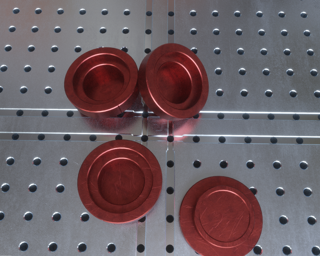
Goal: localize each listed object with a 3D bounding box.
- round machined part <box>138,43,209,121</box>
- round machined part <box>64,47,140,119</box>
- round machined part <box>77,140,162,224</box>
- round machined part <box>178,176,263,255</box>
[{"bbox_3d":[0.014,-0.057,0.408,0.099,0.042,0.098,6,79,-33],"label":"round machined part"},{"bbox_3d":[-0.074,-0.057,0.419,0.098,0.042,0.098,-2,67,6],"label":"round machined part"},{"bbox_3d":[-0.046,0.067,0.378,0.099,0.042,0.098,0,70,0],"label":"round machined part"},{"bbox_3d":[0.072,0.105,0.365,0.099,0.042,0.098,0,70,0],"label":"round machined part"}]
